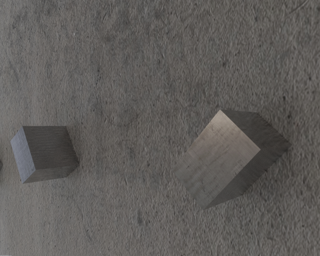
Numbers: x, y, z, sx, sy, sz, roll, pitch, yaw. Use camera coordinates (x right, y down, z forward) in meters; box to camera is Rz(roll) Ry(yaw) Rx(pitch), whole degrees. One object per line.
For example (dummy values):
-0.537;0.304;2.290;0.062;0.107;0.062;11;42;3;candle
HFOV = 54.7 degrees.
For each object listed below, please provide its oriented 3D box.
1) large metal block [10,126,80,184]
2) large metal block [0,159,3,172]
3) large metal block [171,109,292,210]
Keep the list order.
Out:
-0.197;0.043;0.532;0.050;0.081;0.080;-39;66;33;large metal block
-0.427;0.092;0.742;0.080;0.050;0.080;46;117;30;large metal block
0.072;0.029;0.309;0.050;0.081;0.080;50;120;28;large metal block
